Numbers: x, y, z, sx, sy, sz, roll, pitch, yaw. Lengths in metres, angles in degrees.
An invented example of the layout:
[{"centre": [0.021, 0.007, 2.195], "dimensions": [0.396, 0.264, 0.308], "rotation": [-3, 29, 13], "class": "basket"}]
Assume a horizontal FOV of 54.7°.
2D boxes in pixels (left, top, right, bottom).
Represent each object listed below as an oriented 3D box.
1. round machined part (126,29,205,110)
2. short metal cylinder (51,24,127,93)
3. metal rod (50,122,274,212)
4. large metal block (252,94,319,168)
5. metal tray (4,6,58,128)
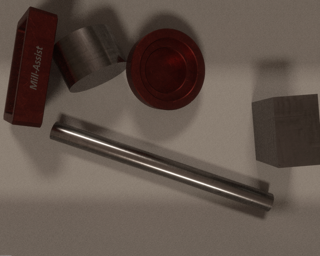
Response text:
[{"centre": [0.004, -0.072, 0.392], "dimensions": [0.099, 0.042, 0.097], "rotation": [-3, 96, -23], "class": "round machined part"}, {"centre": [-0.086, -0.084, 0.383], "dimensions": [0.080, 0.080, 0.050], "rotation": [-27, 90, 0], "class": "short metal cylinder"}, {"centre": [0.003, 0.051, 0.411], "dimensions": [0.302, 0.025, 0.025], "rotation": [19, 90, -1], "class": "metal rod"}, {"centre": [0.154, 0.003, 0.386], "dimensions": [0.050, 0.080, 0.079], "rotation": [-4, 90, 0], "class": "large metal block"}, {"centre": [-0.159, -0.069, 0.375], "dimensions": [0.030, 0.090, 0.129], "rotation": [9, 90, -33], "class": "metal tray"}]
